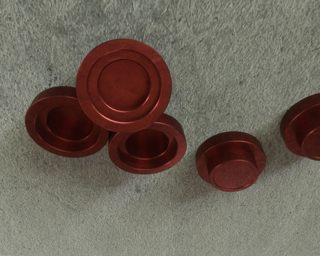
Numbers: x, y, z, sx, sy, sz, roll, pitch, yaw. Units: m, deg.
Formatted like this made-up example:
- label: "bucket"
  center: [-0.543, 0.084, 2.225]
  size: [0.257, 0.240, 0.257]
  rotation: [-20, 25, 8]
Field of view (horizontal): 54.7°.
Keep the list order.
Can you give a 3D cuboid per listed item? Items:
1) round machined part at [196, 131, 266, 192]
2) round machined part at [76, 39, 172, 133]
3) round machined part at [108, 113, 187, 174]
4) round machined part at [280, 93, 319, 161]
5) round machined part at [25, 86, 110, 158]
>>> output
- label: "round machined part"
  center: [0.102, 0.055, 0.443]
  size: [0.099, 0.042, 0.097]
  rotation: [0, 130, 0]
- label: "round machined part"
  center: [-0.039, -0.047, 0.339]
  size: [0.099, 0.042, 0.097]
  rotation: [-2, 105, -8]
- label: "round machined part"
  center: [-0.017, 0.014, 0.403]
  size: [0.099, 0.042, 0.097]
  rotation: [-5, 134, -4]
- label: "round machined part"
  center: [0.212, 0.005, 0.402]
  size: [0.099, 0.042, 0.097]
  rotation: [0, 130, 0]
- label: "round machined part"
  center: [-0.110, -0.011, 0.385]
  size: [0.099, 0.042, 0.097]
  rotation: [0, 130, 0]
